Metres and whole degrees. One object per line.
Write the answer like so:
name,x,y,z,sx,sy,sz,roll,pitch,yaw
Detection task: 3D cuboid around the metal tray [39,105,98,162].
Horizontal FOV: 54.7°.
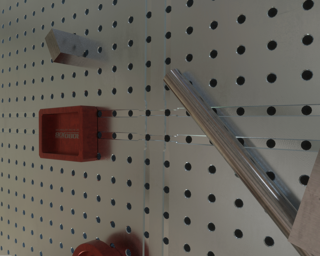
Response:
metal tray,-0.162,0.010,0.536,0.130,0.030,0.089,-1,90,39

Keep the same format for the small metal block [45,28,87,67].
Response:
small metal block,-0.158,-0.134,0.520,0.025,0.050,0.050,-37,68,34

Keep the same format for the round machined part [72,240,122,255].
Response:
round machined part,-0.089,0.219,0.469,0.098,0.042,0.097,0,90,39

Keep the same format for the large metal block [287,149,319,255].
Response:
large metal block,0.152,0.057,0.248,0.050,0.081,0.079,22,104,37

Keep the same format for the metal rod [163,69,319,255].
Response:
metal rod,0.093,0.044,0.331,0.025,0.025,0.299,-50,61,28
